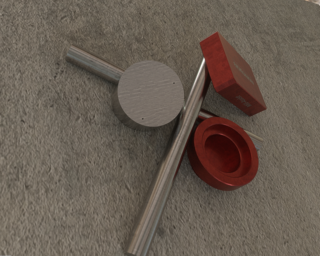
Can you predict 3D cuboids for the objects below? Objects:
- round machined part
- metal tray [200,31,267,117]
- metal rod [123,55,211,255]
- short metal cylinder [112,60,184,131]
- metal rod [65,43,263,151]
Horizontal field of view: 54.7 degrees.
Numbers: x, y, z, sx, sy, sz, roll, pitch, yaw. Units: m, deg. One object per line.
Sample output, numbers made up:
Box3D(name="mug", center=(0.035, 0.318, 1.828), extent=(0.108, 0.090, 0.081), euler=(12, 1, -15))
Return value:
Box3D(name="round machined part", center=(0.078, 0.037, 0.413), extent=(0.099, 0.042, 0.098), euler=(14, 56, -21))
Box3D(name="metal tray", center=(0.115, -0.078, 0.475), extent=(0.131, 0.030, 0.090), euler=(22, 48, -50))
Box3D(name="metal rod", center=(0.025, 0.012, 0.389), extent=(0.025, 0.025, 0.300), euler=(29, 58, -10))
Box3D(name="short metal cylinder", center=(-0.016, -0.038, 0.386), extent=(0.081, 0.050, 0.080), euler=(2, 82, -16))
Box3D(name="metal rod", center=(0.015, -0.037, 0.437), extent=(0.301, 0.025, 0.025), euler=(25, 53, -13))
